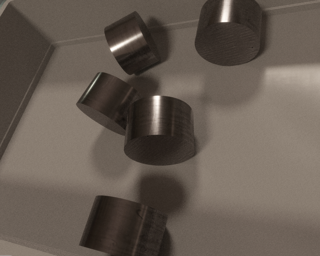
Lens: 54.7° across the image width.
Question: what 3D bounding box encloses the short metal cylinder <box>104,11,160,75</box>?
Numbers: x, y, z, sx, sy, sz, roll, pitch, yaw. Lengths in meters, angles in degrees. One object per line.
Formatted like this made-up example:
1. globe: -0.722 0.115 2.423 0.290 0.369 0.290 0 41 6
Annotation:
1. short metal cylinder: -0.040 -0.127 0.468 0.050 0.080 0.080 -24 53 13

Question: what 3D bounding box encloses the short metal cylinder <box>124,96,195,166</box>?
1. short metal cylinder: 0.000 0.006 0.366 0.080 0.080 0.050 -12 57 21

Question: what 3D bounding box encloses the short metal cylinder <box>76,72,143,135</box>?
1. short metal cylinder: -0.065 -0.031 0.422 0.080 0.080 0.050 20 72 35

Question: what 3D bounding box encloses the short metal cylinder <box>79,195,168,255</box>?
1. short metal cylinder: -0.037 0.107 0.323 0.080 0.080 0.050 2 63 29

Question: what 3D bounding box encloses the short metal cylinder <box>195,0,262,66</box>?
1. short metal cylinder: 0.089 -0.125 0.400 0.080 0.080 0.050 -2 61 27
